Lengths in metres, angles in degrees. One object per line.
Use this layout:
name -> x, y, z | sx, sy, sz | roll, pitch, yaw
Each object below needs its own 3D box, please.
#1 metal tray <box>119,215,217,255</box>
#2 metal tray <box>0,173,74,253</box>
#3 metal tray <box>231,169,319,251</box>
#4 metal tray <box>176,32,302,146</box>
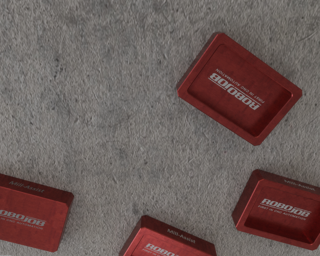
metal tray -> 0.011, 0.200, 0.480 | 0.131, 0.030, 0.089 | 26, 108, -10
metal tray -> -0.201, 0.123, 0.450 | 0.131, 0.030, 0.089 | 17, 109, -7
metal tray -> 0.183, 0.121, 0.453 | 0.131, 0.030, 0.089 | 17, 109, -7
metal tray -> 0.097, -0.047, 0.390 | 0.130, 0.030, 0.090 | 32, 107, -11
